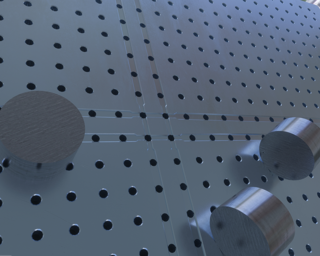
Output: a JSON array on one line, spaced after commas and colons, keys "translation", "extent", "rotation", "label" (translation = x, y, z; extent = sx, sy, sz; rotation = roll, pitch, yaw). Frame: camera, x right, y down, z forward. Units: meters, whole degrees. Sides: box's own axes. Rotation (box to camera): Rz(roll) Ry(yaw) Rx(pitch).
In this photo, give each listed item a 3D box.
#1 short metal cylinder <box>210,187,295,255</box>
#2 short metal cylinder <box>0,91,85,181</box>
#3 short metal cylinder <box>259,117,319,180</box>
[{"translation": [0.105, 0.116, 0.359], "extent": [0.050, 0.080, 0.080], "rotation": [-23, 74, -36], "label": "short metal cylinder"}, {"translation": [-0.124, 0.009, 0.320], "extent": [0.081, 0.050, 0.080], "rotation": [14, 56, -21], "label": "short metal cylinder"}, {"translation": [0.197, 0.030, 0.460], "extent": [0.050, 0.080, 0.080], "rotation": [-31, 79, -38], "label": "short metal cylinder"}]
